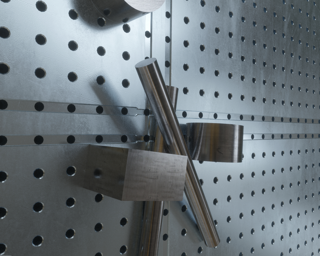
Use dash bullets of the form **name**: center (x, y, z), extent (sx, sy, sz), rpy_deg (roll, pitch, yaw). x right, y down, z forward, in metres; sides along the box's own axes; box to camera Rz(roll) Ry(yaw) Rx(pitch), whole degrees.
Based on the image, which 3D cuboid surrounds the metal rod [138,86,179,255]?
- **metal rod**: center (-0.006, 0.093, 0.404), extent (0.025, 0.025, 0.298), rpy_deg (12, 82, -40)

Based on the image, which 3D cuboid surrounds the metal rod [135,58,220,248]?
- **metal rod**: center (0.032, 0.051, 0.408), extent (0.025, 0.025, 0.299), rpy_deg (-41, 123, -32)

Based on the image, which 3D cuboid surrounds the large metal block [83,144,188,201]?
- **large metal block**: center (-0.028, 0.050, 0.350), extent (0.081, 0.080, 0.050), rpy_deg (11, 83, -40)

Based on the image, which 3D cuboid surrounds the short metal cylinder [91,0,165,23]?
- **short metal cylinder**: center (-0.037, -0.169, 0.361), extent (0.081, 0.050, 0.079), rpy_deg (0, 90, -40)

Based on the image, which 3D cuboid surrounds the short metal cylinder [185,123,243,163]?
- **short metal cylinder**: center (0.076, 0.020, 0.437), extent (0.081, 0.080, 0.050), rpy_deg (5, 87, -40)
